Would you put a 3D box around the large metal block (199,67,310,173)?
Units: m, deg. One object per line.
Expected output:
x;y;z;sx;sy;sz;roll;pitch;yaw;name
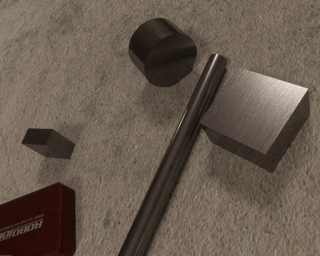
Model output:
0.104;-0.010;0.339;0.080;0.050;0.080;28;77;37;large metal block

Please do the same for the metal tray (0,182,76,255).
-0.174;0.135;0.407;0.130;0.030;0.090;-22;54;14;metal tray

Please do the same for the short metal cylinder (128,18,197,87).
0.003;-0.104;0.429;0.080;0.080;0.050;-39;51;2;short metal cylinder

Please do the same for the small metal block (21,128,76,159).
-0.164;0.024;0.457;0.050;0.050;0.025;1;63;28;small metal block

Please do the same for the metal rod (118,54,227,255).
0.017;0.036;0.371;0.025;0.025;0.300;13;68;33;metal rod
